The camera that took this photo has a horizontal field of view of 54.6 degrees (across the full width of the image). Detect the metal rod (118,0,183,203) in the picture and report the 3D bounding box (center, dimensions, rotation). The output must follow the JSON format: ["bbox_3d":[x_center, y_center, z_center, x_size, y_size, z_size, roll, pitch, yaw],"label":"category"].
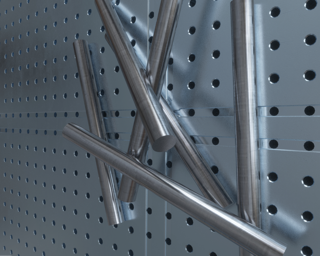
[{"bbox_3d":[-0.010,-0.047,0.384,0.025,0.025,0.298,24,106,37],"label":"metal rod"}]

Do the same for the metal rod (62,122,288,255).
[{"bbox_3d":[-0.006,0.062,0.359,0.300,0.025,0.025,26,107,28],"label":"metal rod"}]

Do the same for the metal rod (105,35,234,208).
[{"bbox_3d":[0.000,-0.025,0.409,0.025,0.025,0.299,-47,62,30],"label":"metal rod"}]

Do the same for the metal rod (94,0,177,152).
[{"bbox_3d":[-0.043,-0.092,0.394,0.025,0.025,0.300,-50,45,29],"label":"metal rod"}]

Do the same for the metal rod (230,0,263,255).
[{"bbox_3d":[0.093,0.013,0.332,0.025,0.025,0.298,-3,88,40],"label":"metal rod"}]

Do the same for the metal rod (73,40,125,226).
[{"bbox_3d":[-0.099,0.000,0.492,0.025,0.025,0.299,-22,76,38],"label":"metal rod"}]
